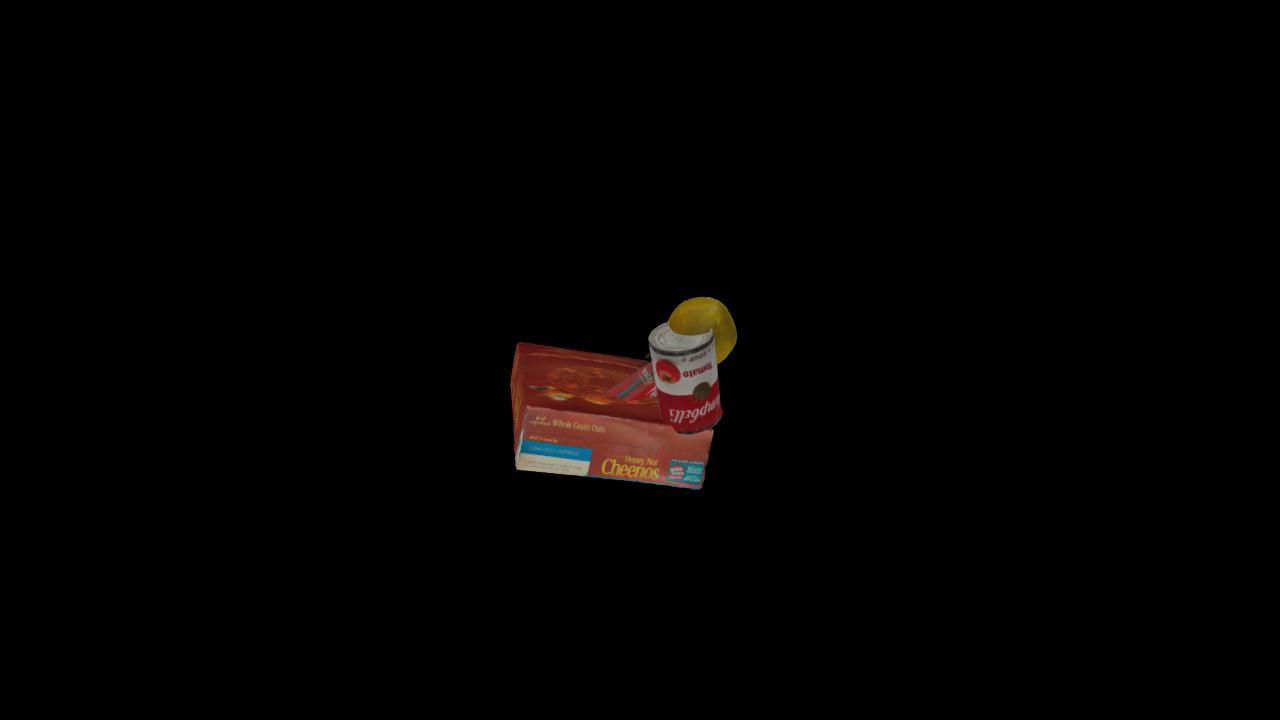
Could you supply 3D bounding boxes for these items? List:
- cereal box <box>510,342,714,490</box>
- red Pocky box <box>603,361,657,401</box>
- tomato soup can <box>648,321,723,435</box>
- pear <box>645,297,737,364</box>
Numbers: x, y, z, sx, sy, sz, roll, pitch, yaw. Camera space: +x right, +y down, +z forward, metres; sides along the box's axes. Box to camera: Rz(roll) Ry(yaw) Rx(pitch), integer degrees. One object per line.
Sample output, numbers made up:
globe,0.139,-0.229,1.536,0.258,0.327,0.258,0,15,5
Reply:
cereal box,-0.055,0.057,0.767,0.203,0.081,0.306,8,12,-15
red Pocky box,0.004,0.035,0.720,0.155,0.028,0.083,-34,-17,-5
tomato soup can,0.048,0.016,0.634,0.068,0.101,0.068,-7,30,4
pear,0.045,-0.022,0.657,0.111,0.080,0.080,-22,-9,24
